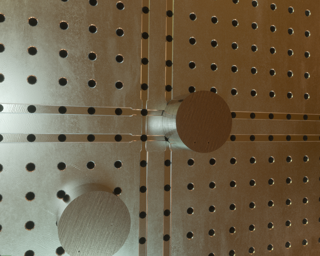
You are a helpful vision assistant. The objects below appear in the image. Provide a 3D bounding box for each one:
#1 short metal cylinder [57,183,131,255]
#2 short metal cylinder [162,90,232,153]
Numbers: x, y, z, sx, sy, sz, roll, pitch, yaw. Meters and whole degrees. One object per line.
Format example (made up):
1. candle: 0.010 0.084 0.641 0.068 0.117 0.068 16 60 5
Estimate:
1. short metal cylinder: -0.080 0.110 0.370 0.081 0.050 0.079 0 90 -20
2. short metal cylinder: 0.049 -0.008 0.417 0.081 0.050 0.079 0 90 -20
